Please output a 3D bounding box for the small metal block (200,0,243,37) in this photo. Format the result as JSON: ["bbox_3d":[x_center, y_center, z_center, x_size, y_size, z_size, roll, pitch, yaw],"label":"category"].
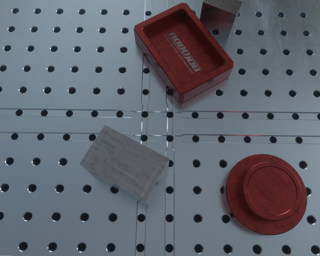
[{"bbox_3d":[0.089,-0.170,0.461,0.050,0.050,0.025,24,72,8],"label":"small metal block"}]

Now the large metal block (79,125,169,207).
[{"bbox_3d":[-0.037,0.048,0.364,0.080,0.080,0.050,27,72,9],"label":"large metal block"}]

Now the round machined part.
[{"bbox_3d":[0.129,0.078,0.375,0.099,0.042,0.098,0,70,0],"label":"round machined part"}]

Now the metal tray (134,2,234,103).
[{"bbox_3d":[0.032,-0.111,0.449,0.090,0.030,0.130,-30,73,-11],"label":"metal tray"}]
